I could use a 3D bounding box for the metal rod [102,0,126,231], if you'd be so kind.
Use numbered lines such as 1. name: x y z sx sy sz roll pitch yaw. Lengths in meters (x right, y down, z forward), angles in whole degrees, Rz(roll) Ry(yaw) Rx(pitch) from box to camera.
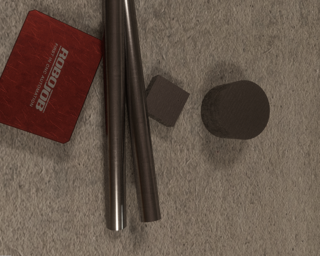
1. metal rod: -0.054 -0.024 0.369 0.025 0.025 0.298 -3 99 -20

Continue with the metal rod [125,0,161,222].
1. metal rod: -0.030 -0.040 0.377 0.025 0.025 0.298 -5 84 -20

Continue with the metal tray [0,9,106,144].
1. metal tray: -0.128 -0.056 0.359 0.091 0.030 0.129 22 83 -19

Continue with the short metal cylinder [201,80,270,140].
1. short metal cylinder: 0.105 -0.024 0.436 0.081 0.050 0.079 0 90 -21

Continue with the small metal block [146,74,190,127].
1. small metal block: 0.004 -0.035 0.411 0.050 0.025 0.050 30 80 -18
